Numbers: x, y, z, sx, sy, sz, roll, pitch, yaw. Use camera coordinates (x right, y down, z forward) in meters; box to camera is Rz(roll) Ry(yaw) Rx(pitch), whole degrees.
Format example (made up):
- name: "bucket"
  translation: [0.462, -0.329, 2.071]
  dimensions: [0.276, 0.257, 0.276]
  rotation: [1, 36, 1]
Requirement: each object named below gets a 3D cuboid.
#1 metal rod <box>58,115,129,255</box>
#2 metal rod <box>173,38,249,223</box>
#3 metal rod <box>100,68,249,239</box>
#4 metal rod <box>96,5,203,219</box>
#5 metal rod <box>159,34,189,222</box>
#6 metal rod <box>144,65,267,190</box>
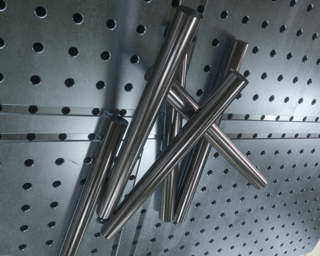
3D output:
- name: "metal rod"
  translation: [-0.106, 0.119, 0.426]
  dimensions: [0.025, 0.025, 0.298]
  rotation: [10, 113, -33]
- name: "metal rod"
  translation: [0.066, 0.020, 0.458]
  dimensions: [0.025, 0.025, 0.298]
  rotation: [1, 118, -29]
- name: "metal rod"
  translation: [0.004, 0.050, 0.399]
  dimensions: [0.025, 0.025, 0.299]
  rotation: [17, 123, -35]
- name: "metal rod"
  translation: [-0.026, 0.008, 0.357]
  dimensions: [0.025, 0.025, 0.298]
  rotation: [2, 131, -30]
- name: "metal rod"
  translation: [0.016, 0.016, 0.428]
  dimensions: [0.025, 0.025, 0.298]
  rotation: [-11, 123, -22]
- name: "metal rod"
  translation: [0.081, 0.016, 0.430]
  dimensions: [0.025, 0.025, 0.301]
  rotation: [-46, 129, 4]
